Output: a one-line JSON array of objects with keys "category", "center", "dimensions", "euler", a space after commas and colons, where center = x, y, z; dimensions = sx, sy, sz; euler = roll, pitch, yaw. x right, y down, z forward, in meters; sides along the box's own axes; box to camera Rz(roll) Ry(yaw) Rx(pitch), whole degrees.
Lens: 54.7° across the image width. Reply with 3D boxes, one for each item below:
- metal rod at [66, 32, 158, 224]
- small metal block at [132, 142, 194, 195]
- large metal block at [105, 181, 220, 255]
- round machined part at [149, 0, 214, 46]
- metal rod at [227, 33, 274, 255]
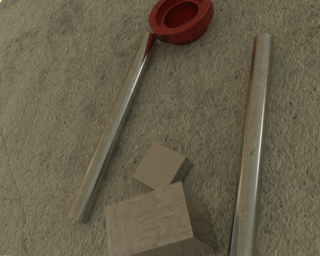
[{"category": "metal rod", "center": [-0.060, -0.015, 0.442], "dimensions": [0.025, 0.025, 0.300], "euler": [5, 64, 30]}, {"category": "small metal block", "center": [0.003, 0.051, 0.370], "dimensions": [0.050, 0.025, 0.050], "euler": [23, 74, 36]}, {"category": "large metal block", "center": [0.004, 0.100, 0.304], "dimensions": [0.080, 0.080, 0.050], "euler": [-22, 54, 15]}, {"category": "round machined part", "center": [0.036, -0.166, 0.475], "dimensions": [0.098, 0.042, 0.098], "euler": [-13, 56, 20]}, {"category": "metal rod", "center": [0.102, 0.017, 0.339], "dimensions": [0.025, 0.025, 0.300], "euler": [0, 61, 28]}]
